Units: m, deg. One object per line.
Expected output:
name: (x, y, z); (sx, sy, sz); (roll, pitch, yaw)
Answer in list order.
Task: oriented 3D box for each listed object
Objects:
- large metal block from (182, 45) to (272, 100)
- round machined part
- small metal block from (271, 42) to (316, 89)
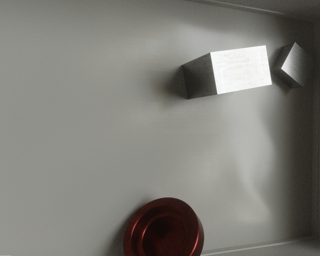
large metal block: (0.087, -0.072, 0.415); (0.081, 0.080, 0.050); (-12, 94, -20)
round machined part: (0.008, 0.139, 0.383); (0.098, 0.098, 0.042); (-45, 133, -15)
small metal block: (0.211, -0.098, 0.490); (0.050, 0.025, 0.050); (33, 79, -17)
